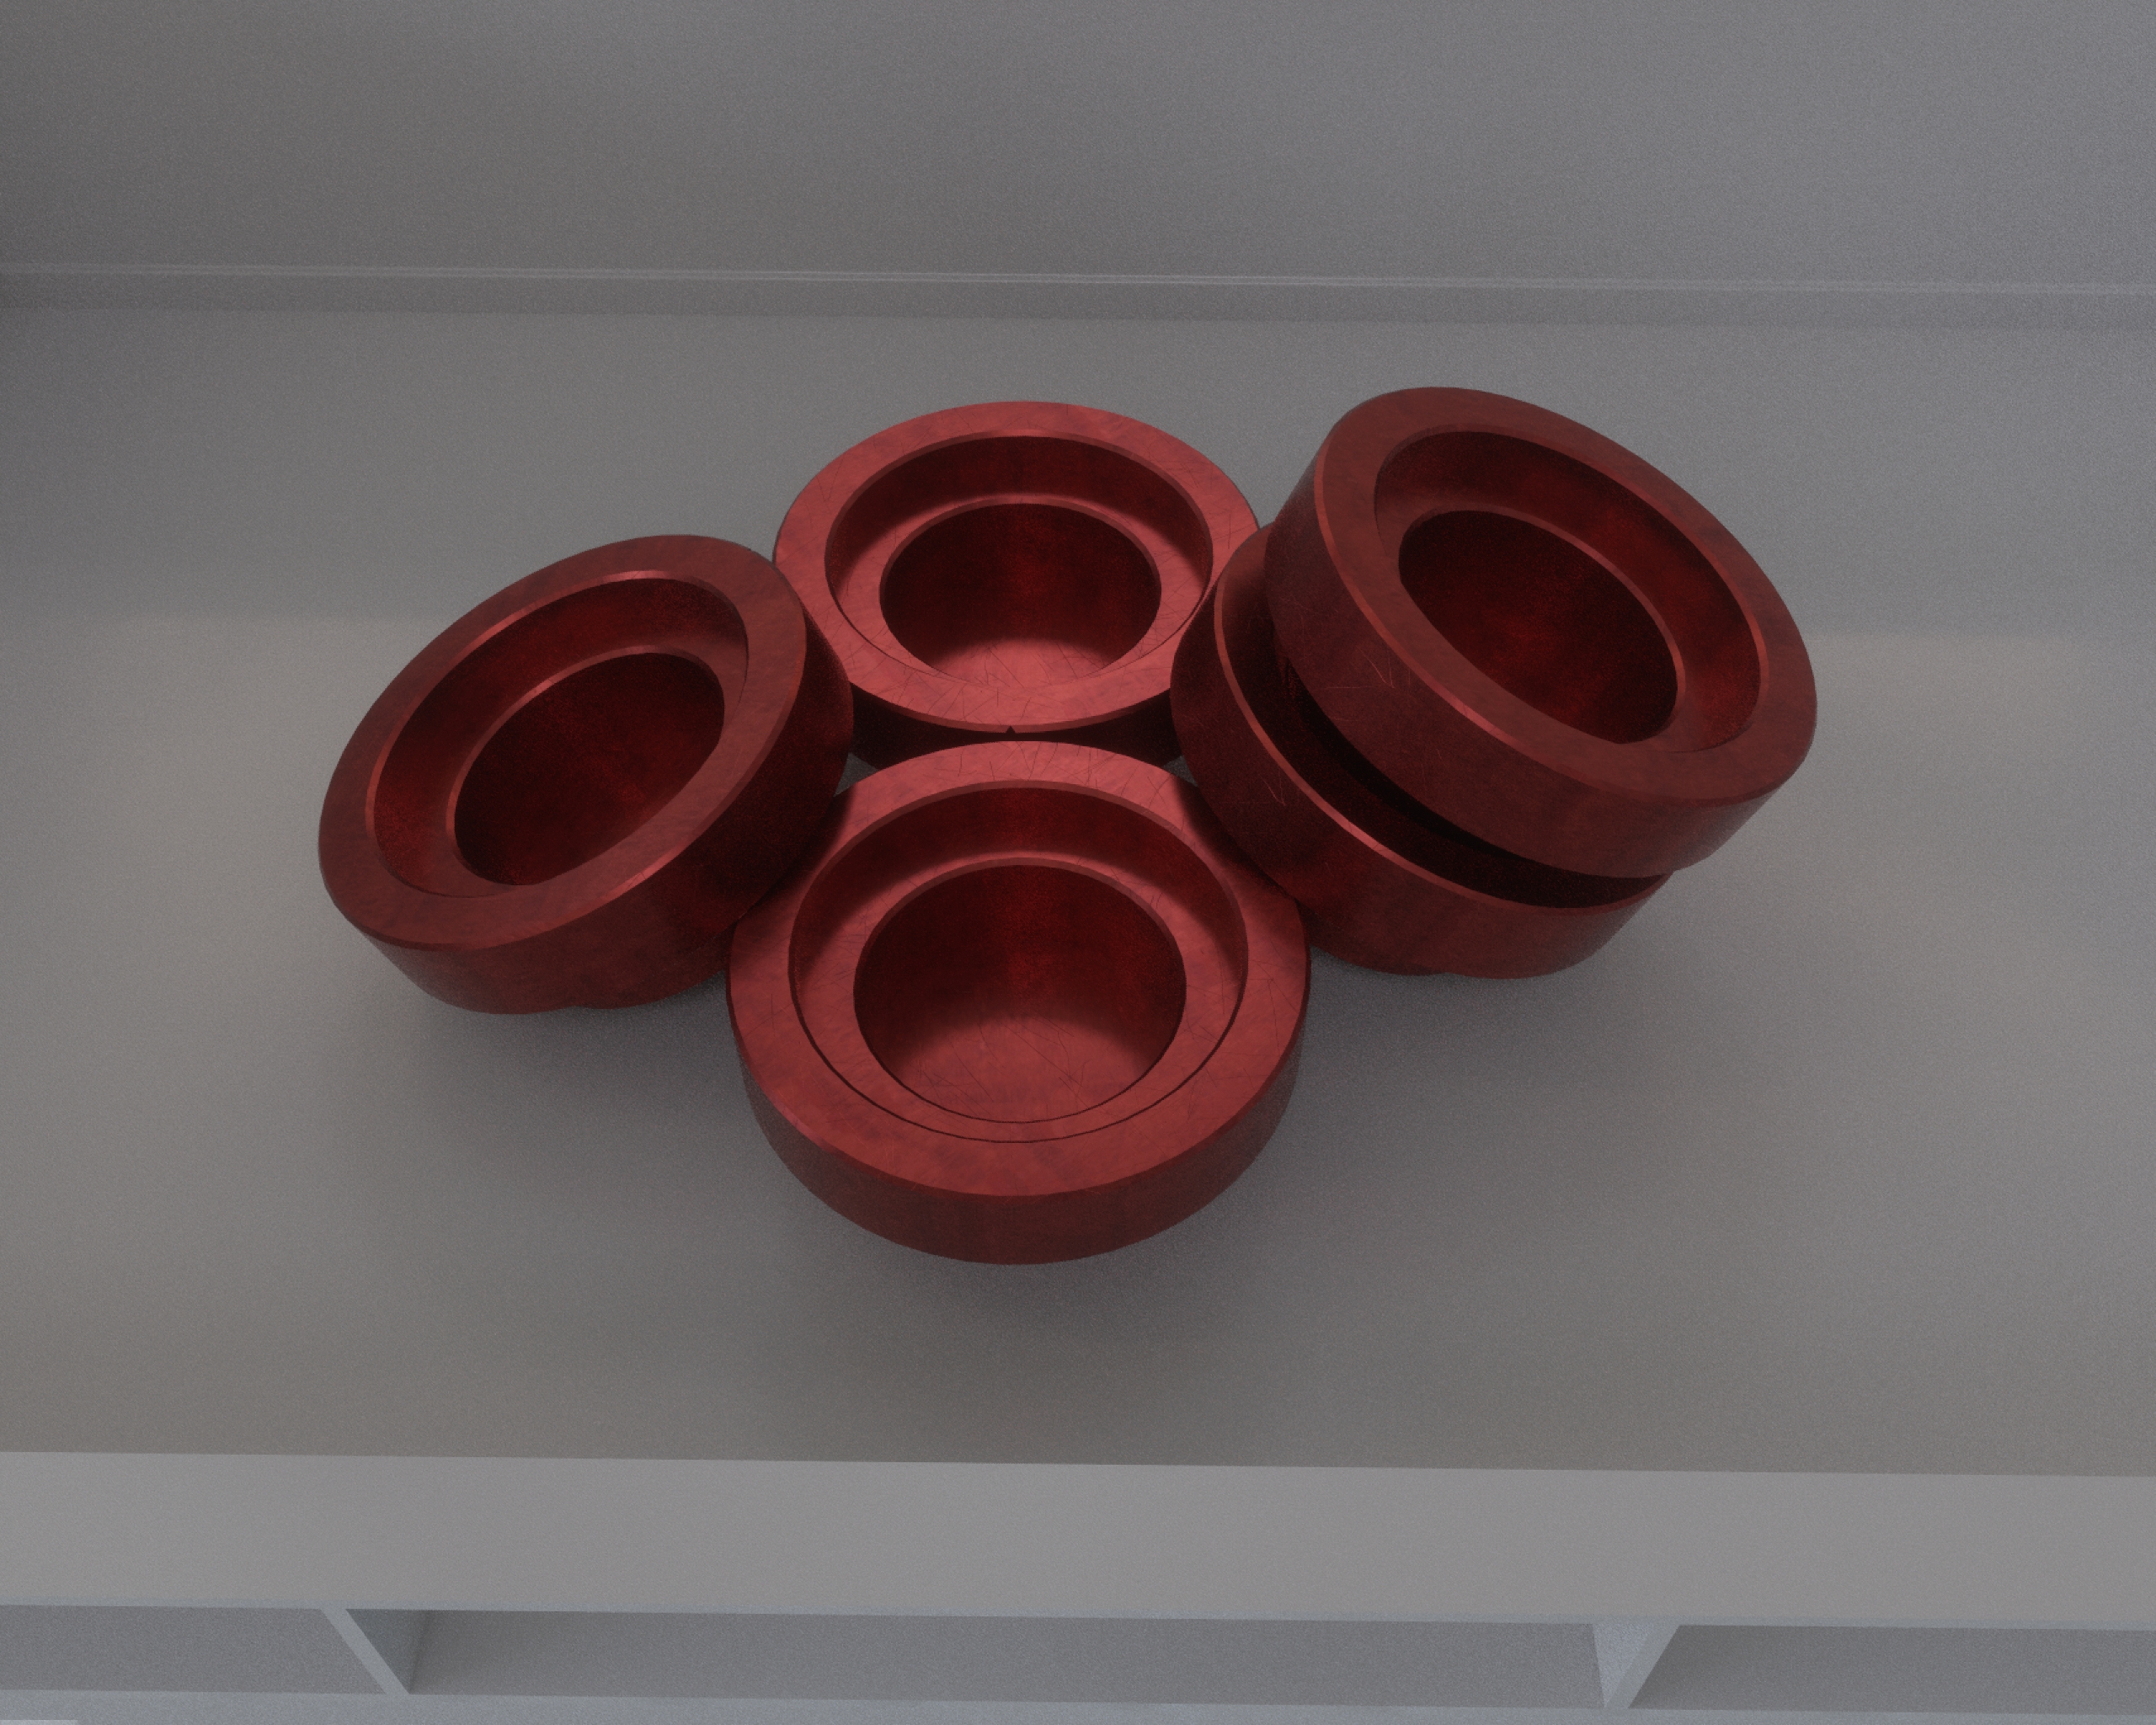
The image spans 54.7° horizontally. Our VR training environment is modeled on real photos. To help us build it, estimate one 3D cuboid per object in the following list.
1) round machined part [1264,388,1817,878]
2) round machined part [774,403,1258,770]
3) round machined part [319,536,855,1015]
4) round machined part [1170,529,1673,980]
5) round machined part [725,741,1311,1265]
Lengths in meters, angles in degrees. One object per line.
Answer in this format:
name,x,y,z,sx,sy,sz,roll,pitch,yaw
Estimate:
round machined part,0.077,-0.036,0.372,0.099,0.042,0.098,15,48,-17
round machined part,-0.012,-0.048,0.432,0.099,0.042,0.098,0,50,0
round machined part,-0.086,-0.012,0.388,0.098,0.042,0.098,-13,48,16
round machined part,0.062,-0.018,0.393,0.099,0.042,0.098,15,47,-17
round machined part,-0.010,0.028,0.367,0.099,0.042,0.098,0,50,0
